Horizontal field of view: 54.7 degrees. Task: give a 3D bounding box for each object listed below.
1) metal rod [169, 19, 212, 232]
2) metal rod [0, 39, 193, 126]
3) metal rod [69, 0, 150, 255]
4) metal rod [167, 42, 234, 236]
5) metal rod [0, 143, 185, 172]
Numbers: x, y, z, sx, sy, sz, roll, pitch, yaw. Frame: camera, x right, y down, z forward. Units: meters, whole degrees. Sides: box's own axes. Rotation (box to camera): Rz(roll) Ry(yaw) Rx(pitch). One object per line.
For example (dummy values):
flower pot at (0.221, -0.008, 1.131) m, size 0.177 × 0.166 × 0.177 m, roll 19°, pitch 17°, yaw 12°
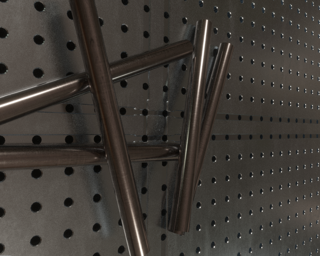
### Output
metal rod at (0.045, -0.015, 0.423) m, size 0.025 × 0.025 × 0.299 m, roll 23°, pitch 68°, yaw -38°
metal rod at (-0.069, -0.057, 0.352) m, size 0.302 × 0.025 × 0.025 m, roll -28°, pitch 108°, yaw -37°
metal rod at (-0.053, -0.002, 0.332) m, size 0.025 × 0.025 × 0.298 m, roll -19°, pitch 103°, yaw -39°
metal rod at (0.065, 0.007, 0.466) m, size 0.025 × 0.025 × 0.299 m, roll 28°, pitch 72°, yaw -37°
metal rod at (-0.086, 0.030, 0.338) m, size 0.302 × 0.025 × 0.025 m, roll 2°, pitch 89°, yaw -40°
